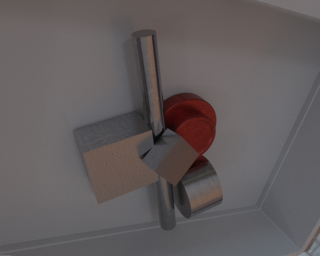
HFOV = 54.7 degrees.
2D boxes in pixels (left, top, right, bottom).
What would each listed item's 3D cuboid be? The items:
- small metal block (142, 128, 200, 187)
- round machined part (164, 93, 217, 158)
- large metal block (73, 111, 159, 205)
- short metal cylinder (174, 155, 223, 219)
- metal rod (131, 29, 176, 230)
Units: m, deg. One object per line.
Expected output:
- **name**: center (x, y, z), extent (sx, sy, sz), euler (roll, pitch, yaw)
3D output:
- **small metal block**: center (0.014, 0.036, 0.376), extent (0.050, 0.025, 0.050), euler (-52, 137, -6)
- **round machined part**: center (0.036, 0.005, 0.419), extent (0.099, 0.042, 0.097), euler (-14, 125, -21)
- **large metal block**: center (-0.052, 0.035, 0.382), extent (0.081, 0.050, 0.079), euler (-19, 126, -18)
- **short metal cylinder**: center (0.047, 0.084, 0.451), extent (0.050, 0.080, 0.079), euler (-19, 126, -18)
- **metal rod**: center (-0.002, 0.026, 0.396), extent (0.025, 0.025, 0.298), euler (-19, 126, -18)
